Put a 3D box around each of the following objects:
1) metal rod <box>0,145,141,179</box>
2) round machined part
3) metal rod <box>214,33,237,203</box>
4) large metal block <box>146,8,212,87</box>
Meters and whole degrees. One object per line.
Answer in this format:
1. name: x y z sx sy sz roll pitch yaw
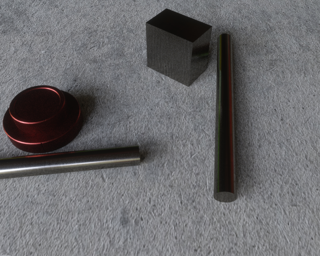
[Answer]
1. metal rod: -0.175 0.046 0.361 0.302 0.025 0.025 -5 50 -5
2. round machined part: -0.155 -0.018 0.406 0.099 0.042 0.098 0 50 0
3. metal rod: 0.091 -0.038 0.435 0.025 0.025 0.300 6 50 5
4. large metal block: 0.027 -0.122 0.470 0.080 0.080 0.050 30 56 22
